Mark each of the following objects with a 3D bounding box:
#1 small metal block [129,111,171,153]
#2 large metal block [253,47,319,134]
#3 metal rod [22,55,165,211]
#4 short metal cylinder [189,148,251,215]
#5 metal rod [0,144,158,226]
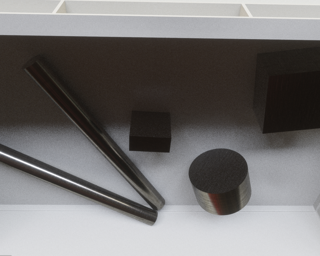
[{"bbox_3d":[-0.012,0.004,0.396,0.050,0.050,0.025,3,130,-3],"label":"small metal block"},{"bbox_3d":[0.157,-0.043,0.358,0.080,0.050,0.080,-6,130,4],"label":"large metal block"},{"bbox_3d":[-0.073,0.027,0.430,0.025,0.025,0.300,-22,127,17],"label":"metal rod"},{"bbox_3d":[0.086,0.075,0.438,0.080,0.080,0.050,-12,129,10],"label":"short metal cylinder"},{"bbox_3d":[-0.137,0.081,0.463,0.301,0.025,0.025,28,125,-18],"label":"metal rod"}]
